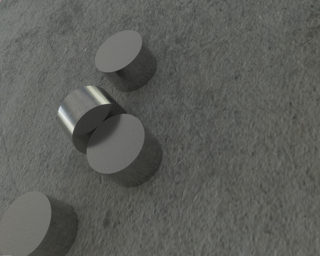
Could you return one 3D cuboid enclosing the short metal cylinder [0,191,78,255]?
[{"bbox_3d":[-0.152,0.126,0.388,0.080,0.050,0.080,-13,56,20],"label":"short metal cylinder"}]

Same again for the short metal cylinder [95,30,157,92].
[{"bbox_3d":[-0.052,-0.103,0.476,0.080,0.050,0.080,-13,56,20],"label":"short metal cylinder"}]

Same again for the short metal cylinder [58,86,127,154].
[{"bbox_3d":[-0.090,-0.010,0.420,0.080,0.080,0.050,-44,51,-3],"label":"short metal cylinder"}]

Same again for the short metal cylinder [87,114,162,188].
[{"bbox_3d":[-0.044,0.029,0.392,0.080,0.050,0.080,-13,57,20],"label":"short metal cylinder"}]
